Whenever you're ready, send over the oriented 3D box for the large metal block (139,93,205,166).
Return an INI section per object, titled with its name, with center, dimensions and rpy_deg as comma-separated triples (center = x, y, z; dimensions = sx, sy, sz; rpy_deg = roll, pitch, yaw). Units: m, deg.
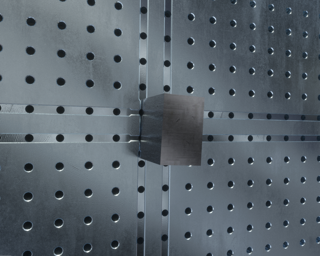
[large metal block]
center = 0.012, 0.002, 0.388
dimensions = 0.050, 0.080, 0.079
rpy_deg = 4, 89, -20
